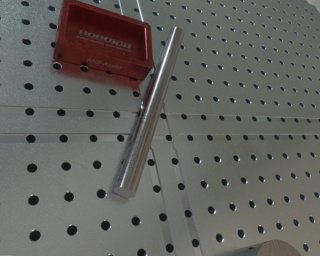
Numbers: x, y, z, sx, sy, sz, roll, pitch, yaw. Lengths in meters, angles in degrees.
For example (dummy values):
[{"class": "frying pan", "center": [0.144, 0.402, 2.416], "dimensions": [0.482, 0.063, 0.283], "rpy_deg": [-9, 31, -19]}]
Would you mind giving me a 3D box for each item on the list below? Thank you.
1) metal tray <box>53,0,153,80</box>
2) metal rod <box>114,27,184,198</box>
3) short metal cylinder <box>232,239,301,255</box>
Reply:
[{"class": "metal tray", "center": [-0.077, -0.126, 0.441], "dimensions": [0.131, 0.030, 0.090], "rpy_deg": [10, 57, -23]}, {"class": "metal rod", "center": [-0.005, -0.044, 0.433], "dimensions": [0.025, 0.025, 0.300], "rpy_deg": [26, 52, -13]}, {"class": "short metal cylinder", "center": [0.126, 0.174, 0.355], "dimensions": [0.081, 0.050, 0.080], "rpy_deg": [14, 56, -21]}]
